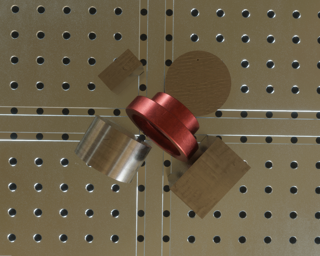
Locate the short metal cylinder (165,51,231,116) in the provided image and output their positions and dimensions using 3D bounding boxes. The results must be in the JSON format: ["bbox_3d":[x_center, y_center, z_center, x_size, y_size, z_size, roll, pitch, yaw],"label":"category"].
[{"bbox_3d":[0.046,-0.054,0.401,0.081,0.050,0.079,0,90,-1],"label":"short metal cylinder"}]

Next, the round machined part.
[{"bbox_3d":[0.009,-0.006,0.377,0.098,0.098,0.042,41,78,-1],"label":"round machined part"}]

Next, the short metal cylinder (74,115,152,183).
[{"bbox_3d":[-0.057,0.026,0.385,0.080,0.080,0.050,31,90,-1],"label":"short metal cylinder"}]

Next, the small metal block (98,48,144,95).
[{"bbox_3d":[-0.049,-0.071,0.400,0.050,0.050,0.025,-42,90,0],"label":"small metal block"}]

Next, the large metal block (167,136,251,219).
[{"bbox_3d":[0.056,0.056,0.387,0.050,0.080,0.080,43,90,-1],"label":"large metal block"}]
